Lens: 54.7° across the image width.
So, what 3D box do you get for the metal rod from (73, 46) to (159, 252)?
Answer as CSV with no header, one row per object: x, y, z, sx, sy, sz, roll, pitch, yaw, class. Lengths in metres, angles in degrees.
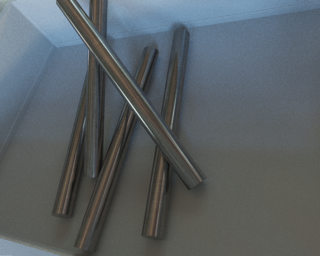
-0.052,0.012,0.425,0.025,0.025,0.300,2,62,29,metal rod

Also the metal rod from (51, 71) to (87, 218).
-0.117,-0.015,0.476,0.025,0.025,0.299,-9,58,23,metal rod

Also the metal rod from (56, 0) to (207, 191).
-0.043,-0.055,0.382,0.025,0.025,0.299,-37,76,4,metal rod

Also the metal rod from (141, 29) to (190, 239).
0.013,-0.012,0.406,0.025,0.025,0.300,-5,59,25,metal rod

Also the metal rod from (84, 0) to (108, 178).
-0.087,-0.084,0.425,0.025,0.025,0.298,-1,86,28,metal rod
